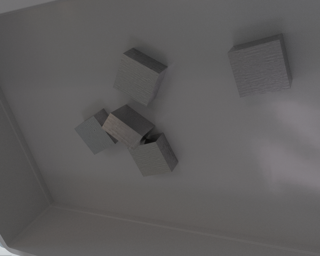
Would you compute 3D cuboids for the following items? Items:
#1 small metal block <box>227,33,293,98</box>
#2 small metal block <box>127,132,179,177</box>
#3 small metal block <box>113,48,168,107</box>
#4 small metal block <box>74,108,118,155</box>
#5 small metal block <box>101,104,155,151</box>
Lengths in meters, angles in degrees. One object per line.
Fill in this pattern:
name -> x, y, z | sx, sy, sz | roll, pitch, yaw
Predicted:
small metal block -> 0.103, -0.063, 0.316 | 0.050, 0.025, 0.050 | -8, 114, 32
small metal block -> -0.010, 0.038, 0.438 | 0.050, 0.025, 0.050 | -15, 111, 34
small metal block -> -0.025, -0.063, 0.383 | 0.050, 0.025, 0.050 | 31, 128, 8
small metal block -> -0.091, 0.006, 0.460 | 0.050, 0.025, 0.050 | -27, 104, 37
small metal block -> -0.040, -0.002, 0.410 | 0.050, 0.050, 0.025 | 36, 114, 4
